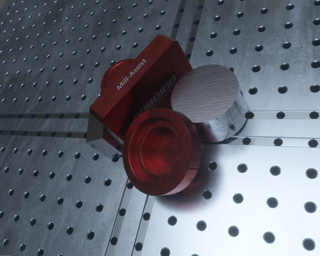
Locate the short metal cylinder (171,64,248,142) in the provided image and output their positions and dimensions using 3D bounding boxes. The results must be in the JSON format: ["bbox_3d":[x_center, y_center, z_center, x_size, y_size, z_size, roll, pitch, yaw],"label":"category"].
[{"bbox_3d":[0.060,-0.029,0.373,0.080,0.050,0.080,-13,56,21],"label":"short metal cylinder"}]

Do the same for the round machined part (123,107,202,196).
[{"bbox_3d":[0.006,0.028,0.357,0.098,0.042,0.097,-7,79,38],"label":"round machined part"}]

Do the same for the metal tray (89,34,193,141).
[{"bbox_3d":[-0.014,-0.041,0.394,0.130,0.090,0.030,-48,51,-6],"label":"metal tray"}]

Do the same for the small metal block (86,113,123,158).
[{"bbox_3d":[-0.073,0.006,0.421,0.025,0.050,0.050,-14,56,20],"label":"small metal block"}]

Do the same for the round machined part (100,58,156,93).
[{"bbox_3d":[-0.047,-0.063,0.455,0.098,0.042,0.098,-13,56,21],"label":"round machined part"}]
